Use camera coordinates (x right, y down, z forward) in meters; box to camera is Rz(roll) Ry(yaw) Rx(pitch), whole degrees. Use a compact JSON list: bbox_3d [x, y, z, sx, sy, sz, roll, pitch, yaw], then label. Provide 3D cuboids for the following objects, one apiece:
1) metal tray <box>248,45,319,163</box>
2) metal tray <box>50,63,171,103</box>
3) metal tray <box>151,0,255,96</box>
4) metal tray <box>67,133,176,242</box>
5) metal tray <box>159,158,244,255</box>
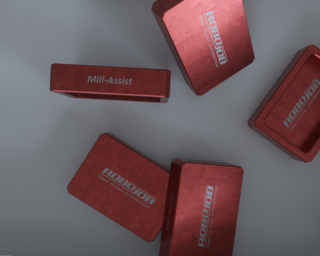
[{"bbox_3d":[0.192,-0.031,0.411,0.090,0.030,0.130,36,90,-1],"label":"metal tray"},{"bbox_3d":[-0.054,-0.052,0.378,0.131,0.090,0.030,3,90,-1],"label":"metal tray"},{"bbox_3d":[0.057,-0.110,0.368,0.090,0.130,0.030,-33,46,0],"label":"metal tray"},{"bbox_3d":[-0.042,0.076,0.408,0.130,0.030,0.090,32,90,-1],"label":"metal tray"},{"bbox_3d":[0.053,0.108,0.393,0.091,0.030,0.129,8,90,-23],"label":"metal tray"}]
